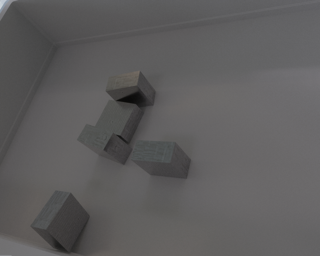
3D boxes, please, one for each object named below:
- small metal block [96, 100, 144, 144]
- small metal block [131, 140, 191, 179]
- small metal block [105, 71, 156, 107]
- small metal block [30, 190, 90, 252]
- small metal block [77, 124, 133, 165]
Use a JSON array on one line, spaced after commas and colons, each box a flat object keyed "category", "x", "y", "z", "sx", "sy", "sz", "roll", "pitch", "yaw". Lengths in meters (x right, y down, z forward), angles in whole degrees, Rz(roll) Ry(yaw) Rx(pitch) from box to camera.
[{"category": "small metal block", "x": -0.059, "y": -0.010, "z": 0.443, "sx": 0.050, "sy": 0.025, "sz": 0.050, "roll": 12, "pitch": 68, "yaw": 33}, {"category": "small metal block", "x": 0.002, "y": 0.037, "z": 0.366, "sx": 0.050, "sy": 0.050, "sz": 0.025, "roll": 1, "pitch": 63, "yaw": 29}, {"category": "small metal block", "x": -0.041, "y": -0.053, "z": 0.444, "sx": 0.050, "sy": 0.050, "sz": 0.025, "roll": -6, "pitch": 59, "yaw": 25}, {"category": "small metal block", "x": -0.118, "y": 0.112, "z": 0.374, "sx": 0.025, "sy": 0.050, "sz": 0.050, "roll": 0, "pitch": 43, "yaw": 28}, {"category": "small metal block", "x": -0.073, "y": 0.022, "z": 0.415, "sx": 0.050, "sy": 0.050, "sz": 0.025, "roll": 16, "pitch": 70, "yaw": 34}]
